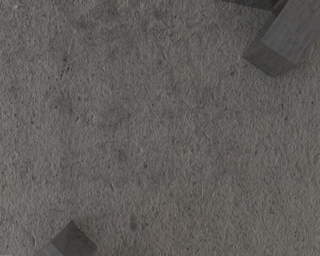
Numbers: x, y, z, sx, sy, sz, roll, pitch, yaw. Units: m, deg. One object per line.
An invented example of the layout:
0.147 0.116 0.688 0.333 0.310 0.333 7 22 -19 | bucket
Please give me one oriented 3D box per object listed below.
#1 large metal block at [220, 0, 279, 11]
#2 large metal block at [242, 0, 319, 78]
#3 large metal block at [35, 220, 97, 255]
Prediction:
0.119 -0.207 0.398 0.080 0.050 0.080 13 90 0 | large metal block
0.155 -0.115 0.383 0.050 0.080 0.080 35 90 0 | large metal block
-0.132 0.171 0.381 0.080 0.080 0.050 -43 90 0 | large metal block
